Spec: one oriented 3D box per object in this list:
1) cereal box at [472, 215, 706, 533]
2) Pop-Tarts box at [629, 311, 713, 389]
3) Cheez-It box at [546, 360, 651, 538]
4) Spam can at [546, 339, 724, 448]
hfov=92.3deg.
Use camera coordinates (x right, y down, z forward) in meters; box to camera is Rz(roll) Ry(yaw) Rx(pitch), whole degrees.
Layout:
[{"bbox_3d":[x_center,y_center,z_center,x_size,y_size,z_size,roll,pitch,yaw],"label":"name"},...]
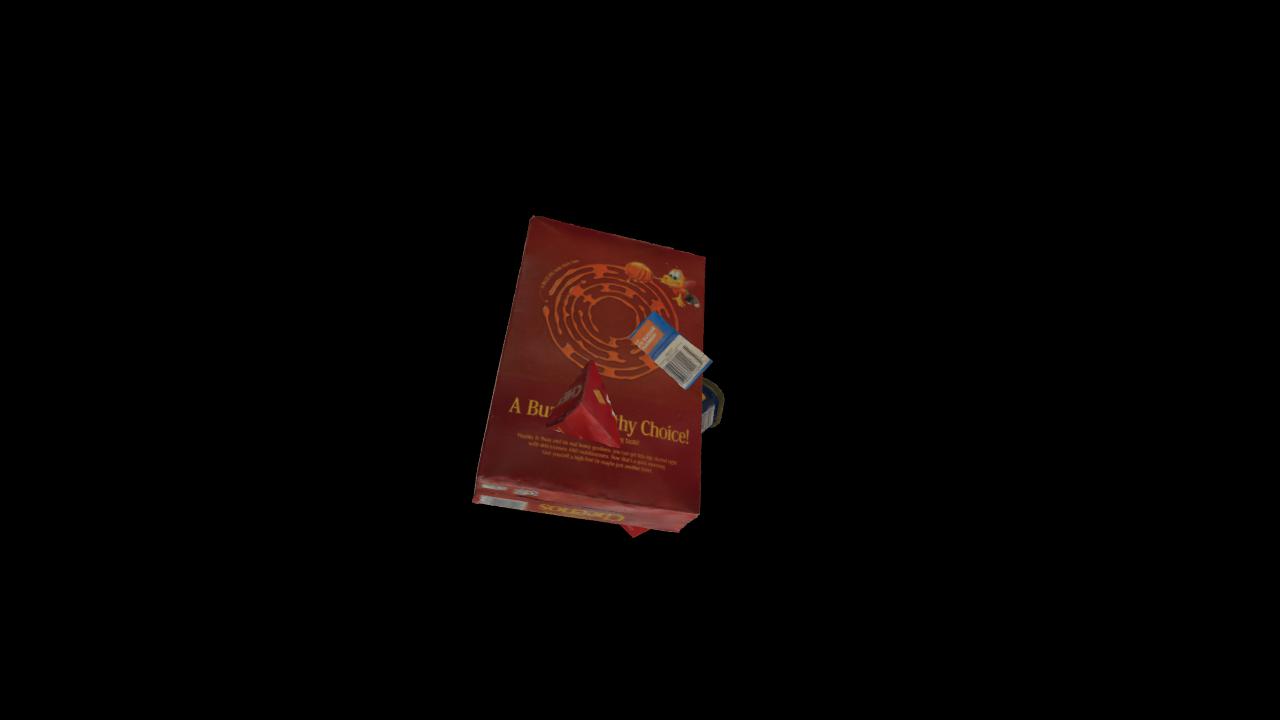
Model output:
[{"bbox_3d":[-0.039,0.006,0.630,0.203,0.306,0.081,11,-32,-12],"label":"cereal box"},{"bbox_3d":[-0.014,0.045,0.667,0.083,0.167,0.141,43,-7,5],"label":"Pop-Tarts box"},{"bbox_3d":[-0.021,0.049,0.659,0.071,0.166,0.223,-30,27,21],"label":"Cheez-It box"},{"bbox_3d":[0.021,0.049,0.636,0.101,0.058,0.085,27,40,32],"label":"Spam can"}]
